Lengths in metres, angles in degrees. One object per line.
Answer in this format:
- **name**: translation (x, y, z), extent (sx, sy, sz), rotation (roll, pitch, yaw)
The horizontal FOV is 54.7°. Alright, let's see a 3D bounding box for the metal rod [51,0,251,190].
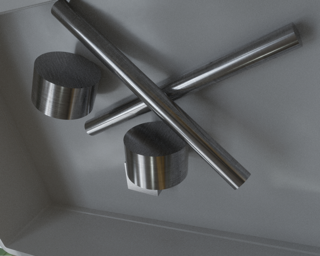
- **metal rod**: translation (-0.017, -0.045, 0.358), extent (0.300, 0.025, 0.025), rotation (44, 129, 9)

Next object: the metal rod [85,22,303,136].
- **metal rod**: translation (0.013, -0.043, 0.373), extent (0.300, 0.025, 0.025), rotation (-21, 108, 35)

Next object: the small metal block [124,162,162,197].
- **small metal block**: translation (-0.022, 0.070, 0.462), extent (0.050, 0.025, 0.050), rotation (10, 123, 22)

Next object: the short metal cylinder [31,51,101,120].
- **short metal cylinder**: translation (-0.121, -0.056, 0.401), extent (0.080, 0.080, 0.050), rotation (30, 128, 8)

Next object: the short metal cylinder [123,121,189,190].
- **short metal cylinder**: translation (-0.004, 0.033, 0.394), extent (0.080, 0.080, 0.050), rotation (12, 123, 21)
